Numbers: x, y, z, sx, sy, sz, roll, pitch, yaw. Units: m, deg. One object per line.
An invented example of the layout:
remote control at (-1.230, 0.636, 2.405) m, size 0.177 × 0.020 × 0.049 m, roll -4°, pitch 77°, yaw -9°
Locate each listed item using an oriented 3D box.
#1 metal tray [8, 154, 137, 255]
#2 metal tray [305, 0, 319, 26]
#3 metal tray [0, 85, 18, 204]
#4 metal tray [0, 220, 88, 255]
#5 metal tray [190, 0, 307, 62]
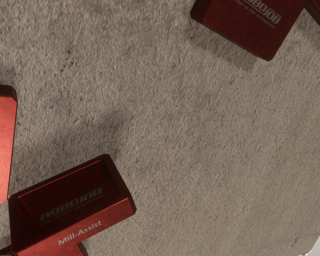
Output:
metal tray at (-0.104, 0.090, 0.364) m, size 0.131 × 0.090 × 0.030 m, roll -24°, pitch 128°, yaw -14°
metal tray at (0.241, -0.192, 0.418) m, size 0.131 × 0.030 × 0.090 m, roll 23°, pitch 106°, yaw -37°
metal tray at (-0.197, 0.019, 0.307) m, size 0.091 × 0.030 × 0.129 m, roll 3°, pitch 117°, yaw -30°
metal tray at (-0.173, 0.192, 0.429) m, size 0.131 × 0.030 × 0.089 m, roll -24°, pitch 128°, yaw -14°
metal tray at (0.110, -0.146, 0.375) m, size 0.131 × 0.030 × 0.089 m, roll 16°, pitch 110°, yaw -35°
